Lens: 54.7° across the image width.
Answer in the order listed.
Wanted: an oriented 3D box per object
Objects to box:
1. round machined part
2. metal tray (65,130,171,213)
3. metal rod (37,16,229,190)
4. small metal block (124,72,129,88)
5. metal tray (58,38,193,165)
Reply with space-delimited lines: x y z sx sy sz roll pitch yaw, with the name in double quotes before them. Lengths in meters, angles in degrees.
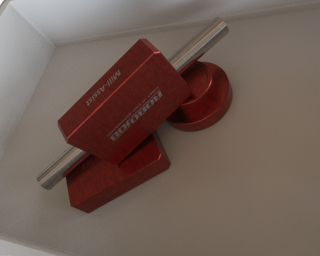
"round machined part" 0.040 -0.048 0.400 0.098 0.042 0.098 -13 56 20
"metal tray" -0.061 0.041 0.406 0.130 0.030 0.090 -30 52 8
"metal rod" -0.037 -0.028 0.388 0.300 0.025 0.025 -41 51 5
"small metal block" -0.029 -0.050 0.432 0.025 0.050 0.050 -38 51 2
"metal tray" -0.035 -0.023 0.345 0.130 0.090 0.030 -44 54 6
